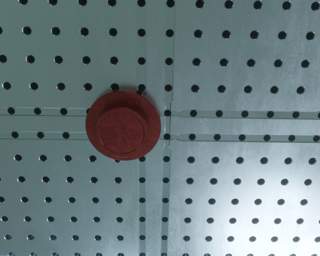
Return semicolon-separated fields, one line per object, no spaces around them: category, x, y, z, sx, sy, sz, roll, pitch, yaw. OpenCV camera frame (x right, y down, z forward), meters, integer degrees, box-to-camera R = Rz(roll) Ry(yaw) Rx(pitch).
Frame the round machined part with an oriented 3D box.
round machined part;-0.048;0.000;0.404;0.099;0.042;0.097;0;110;-1
